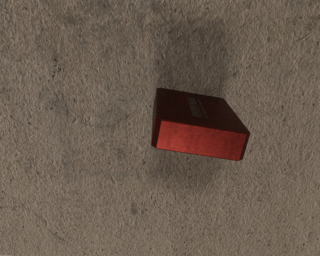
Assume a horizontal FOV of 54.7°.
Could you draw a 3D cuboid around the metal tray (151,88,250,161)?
[{"bbox_3d":[0.038,-0.010,0.351,0.091,0.130,0.030,9,110,-4],"label":"metal tray"}]
